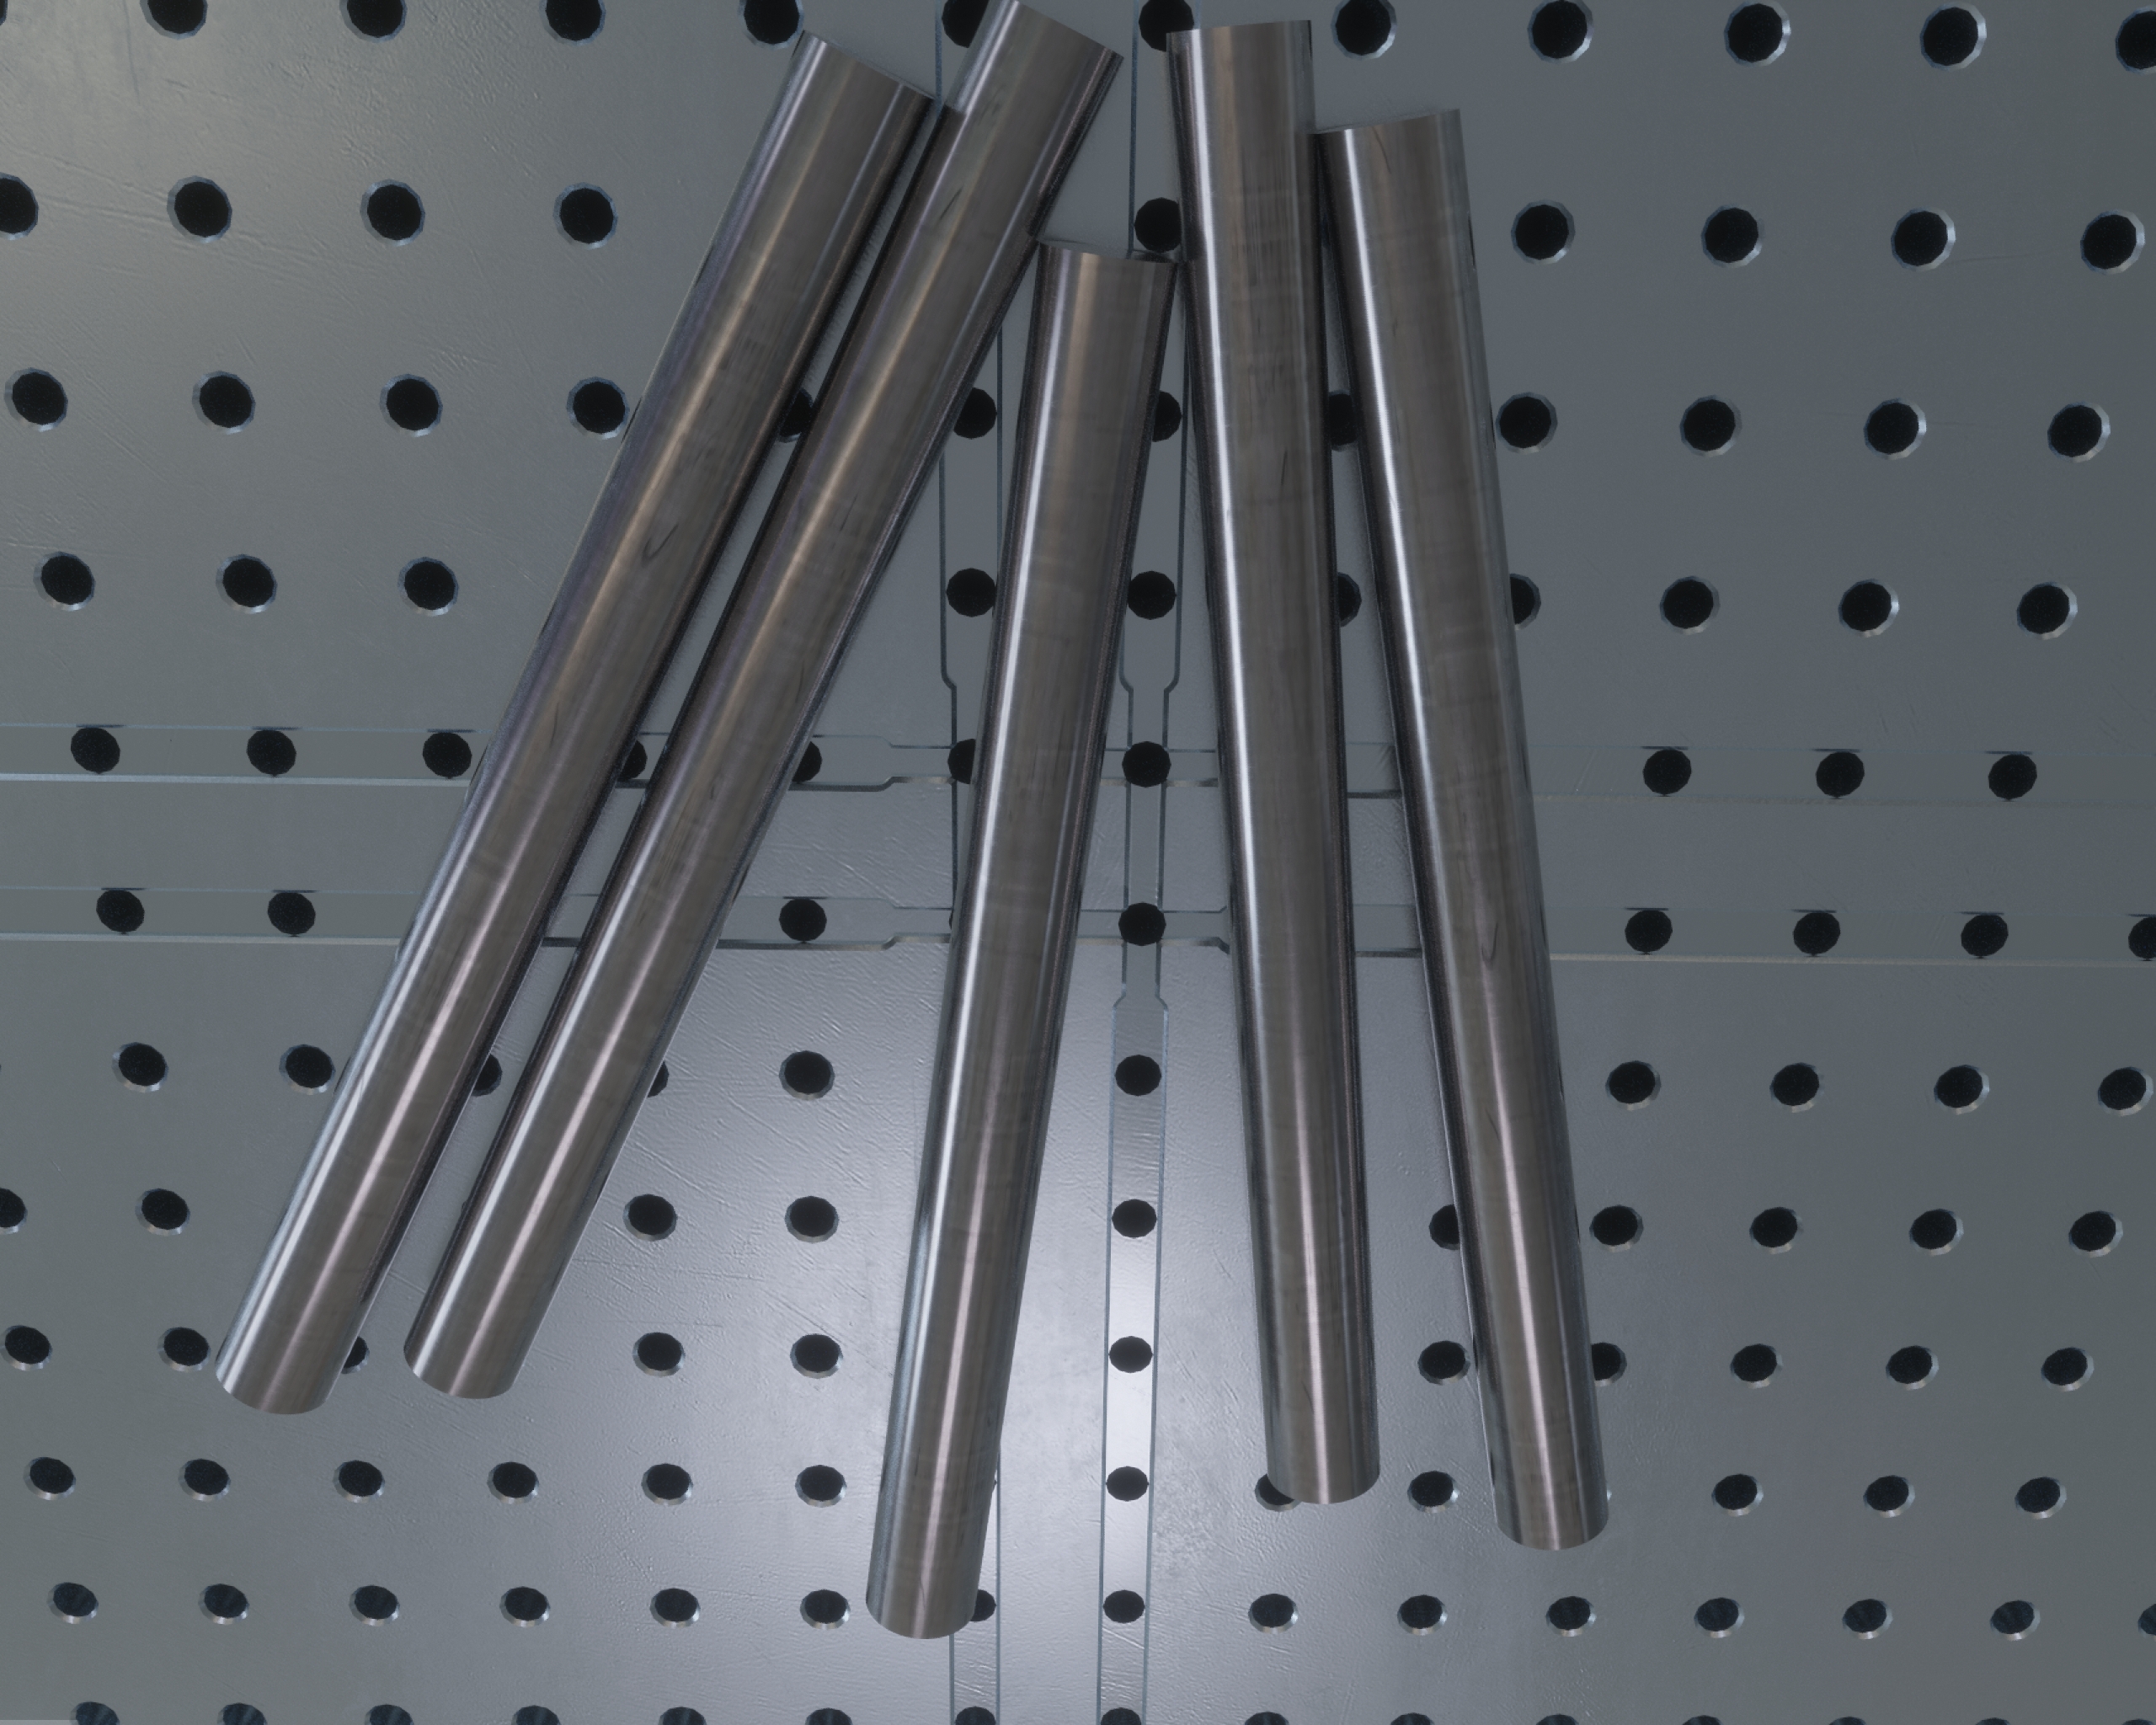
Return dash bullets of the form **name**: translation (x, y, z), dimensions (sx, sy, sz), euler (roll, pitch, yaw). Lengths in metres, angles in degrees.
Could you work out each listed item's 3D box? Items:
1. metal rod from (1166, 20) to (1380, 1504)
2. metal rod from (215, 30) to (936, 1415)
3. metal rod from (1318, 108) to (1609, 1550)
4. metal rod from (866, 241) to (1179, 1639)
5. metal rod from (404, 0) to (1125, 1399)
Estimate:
- **metal rod**: translation (0.041, -0.005, 0.412), dimensions (0.025, 0.025, 0.298), euler (-5, 110, 2)
- **metal rod**: translation (-0.105, -0.014, 0.407), dimensions (0.025, 0.025, 0.298), euler (26, 108, -9)
- **metal rod**: translation (0.080, 0.008, 0.417), dimensions (0.025, 0.025, 0.298), euler (-9, 110, 3)
- **metal rod**: translation (-0.015, 0.029, 0.424), dimensions (0.025, 0.025, 0.298), euler (7, 110, -3)
- **metal rod**: translation (-0.068, -0.019, 0.406), dimensions (0.025, 0.025, 0.298), euler (24, 108, -9)
